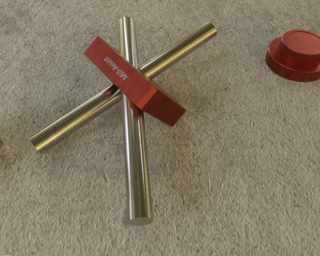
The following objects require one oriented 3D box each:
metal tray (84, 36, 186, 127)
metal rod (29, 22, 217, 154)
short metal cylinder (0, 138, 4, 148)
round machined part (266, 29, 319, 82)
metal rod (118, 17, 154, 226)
[{"bbox_3d":[-0.033,-0.061,0.411,0.030,0.090,0.130,-50,59,8],"label":"metal tray"},{"bbox_3d":[-0.039,-0.063,0.427,0.301,0.025,0.025,-37,59,-17],"label":"metal rod"},{"bbox_3d":[-0.232,0.005,0.361,0.080,0.080,0.050,32,57,24],"label":"short metal cylinder"},{"bbox_3d":[0.224,-0.121,0.496,0.099,0.042,0.098,0,50,0],"label":"round machined part"},{"bbox_3d":[-0.034,-0.033,0.379,0.025,0.025,0.299,-5,55,-4],"label":"metal rod"}]
